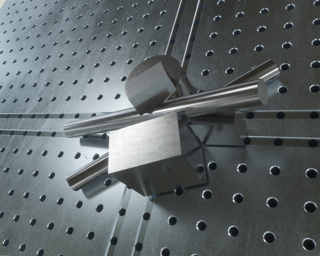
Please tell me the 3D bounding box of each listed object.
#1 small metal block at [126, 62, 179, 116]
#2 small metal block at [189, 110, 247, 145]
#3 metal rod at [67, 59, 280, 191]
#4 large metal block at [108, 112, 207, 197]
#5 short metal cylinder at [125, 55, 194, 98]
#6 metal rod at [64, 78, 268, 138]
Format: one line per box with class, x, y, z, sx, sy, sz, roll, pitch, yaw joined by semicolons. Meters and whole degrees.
small metal block;-0.010;-0.047;0.363;0.050;0.025;0.050;-31;29;8
small metal block;0.068;-0.003;0.354;0.050;0.050;0.025;0;62;29
metal rod;0.011;0.001;0.399;0.300;0.025;0.025;-30;52;8
large metal block;-0.001;0.033;0.347;0.080;0.080;0.050;-17;55;18
short metal cylinder;0.000;-0.051;0.419;0.080;0.050;0.080;-13;55;20
metal rod;-0.021;-0.015;0.379;0.300;0.025;0.025;-9;57;39
